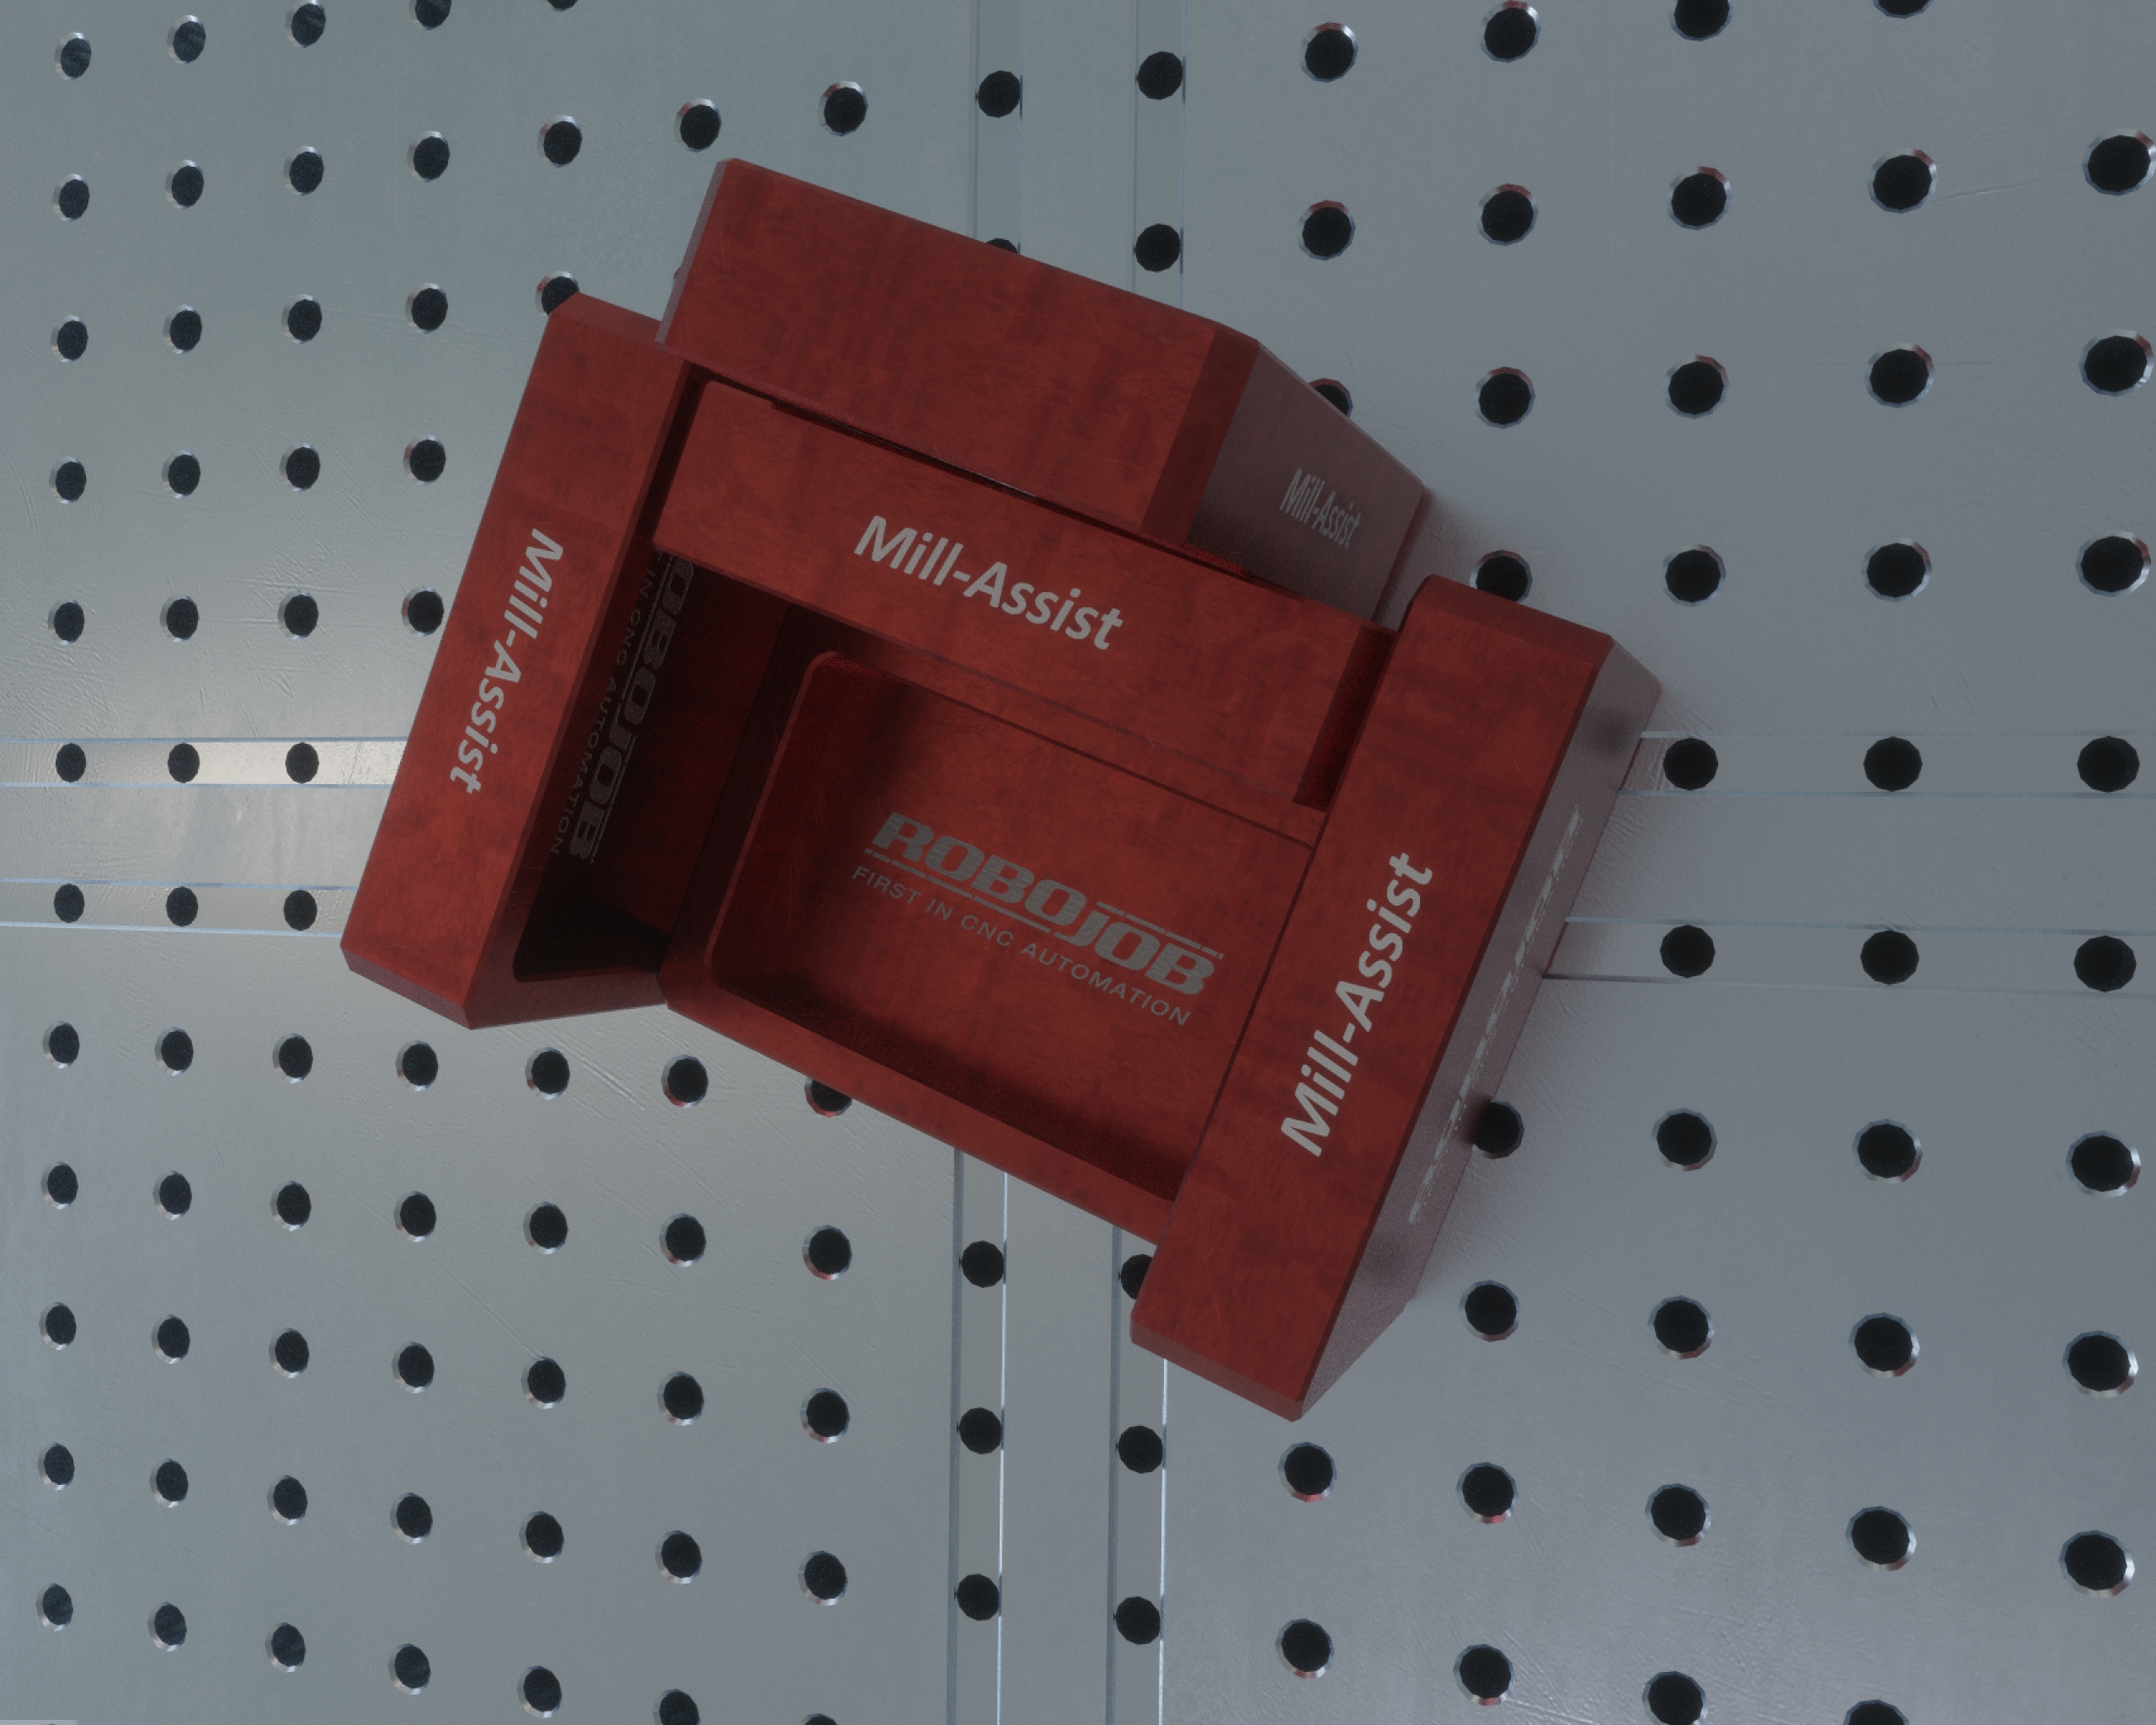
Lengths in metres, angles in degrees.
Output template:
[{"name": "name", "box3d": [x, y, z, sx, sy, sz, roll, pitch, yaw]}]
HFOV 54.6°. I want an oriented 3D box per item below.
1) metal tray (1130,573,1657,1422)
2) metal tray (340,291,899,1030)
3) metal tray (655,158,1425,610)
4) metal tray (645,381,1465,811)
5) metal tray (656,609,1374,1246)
[{"name": "metal tray", "box3d": [0.057, 0.021, 0.357, 0.030, 0.090, 0.129, 23, 98, 18]}, {"name": "metal tray", "box3d": [-0.085, -0.035, 0.408, 0.030, 0.090, 0.129, 23, 98, 18]}, {"name": "metal tray", "box3d": [0.001, -0.075, 0.356, 0.090, 0.130, 0.030, 24, 99, 18]}, {"name": "metal tray", "box3d": [0.001, -0.046, 0.378, 0.130, 0.090, 0.030, 23, 98, 18]}, {"name": "metal tray", "box3d": [-0.010, 0.011, 0.413, 0.130, 0.030, 0.090, 23, 98, 18]}]
